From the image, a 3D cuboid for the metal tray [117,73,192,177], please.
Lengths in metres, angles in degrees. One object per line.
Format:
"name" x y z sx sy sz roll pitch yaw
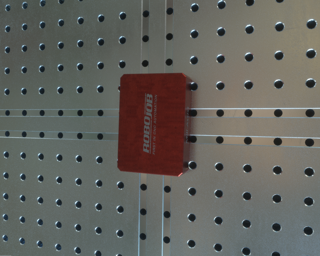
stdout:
"metal tray" -0.008 -0.006 0.411 0.090 0.030 0.129 2 91 19
